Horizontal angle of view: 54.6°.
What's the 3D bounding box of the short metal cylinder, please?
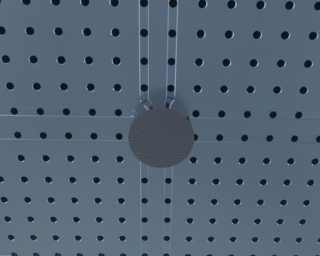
[{"bbox_3d":[0.002,0.005,0.402,0.080,0.050,0.079,0,110,0],"label":"short metal cylinder"}]
